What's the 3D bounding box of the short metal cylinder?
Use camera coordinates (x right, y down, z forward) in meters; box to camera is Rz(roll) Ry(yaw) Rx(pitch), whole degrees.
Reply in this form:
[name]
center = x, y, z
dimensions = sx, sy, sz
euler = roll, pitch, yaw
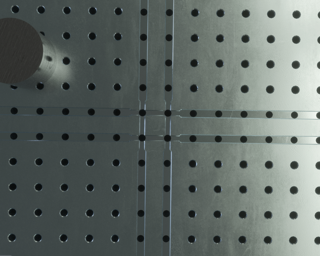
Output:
[short metal cylinder]
center = -0.182, -0.094, 0.398
dimensions = 0.081, 0.050, 0.079
euler = 0, 90, -1
